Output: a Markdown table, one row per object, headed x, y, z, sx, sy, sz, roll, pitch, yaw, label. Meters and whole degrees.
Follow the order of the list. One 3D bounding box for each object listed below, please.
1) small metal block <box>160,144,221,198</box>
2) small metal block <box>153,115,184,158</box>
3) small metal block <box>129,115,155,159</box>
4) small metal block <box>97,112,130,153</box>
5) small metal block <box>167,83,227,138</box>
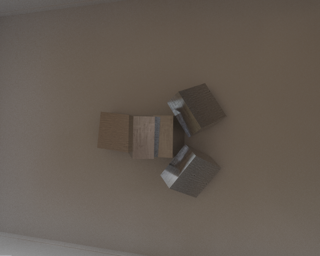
| x | y | z | sx | sy | sz | roll | pitch | yaw | label |
| --- | --- | --- | --- | --- | --- | --- | --- | --- | --- |
| 0.038 | 0.053 | 0.379 | 0.050 | 0.050 | 0.025 | -53 | 40 | 12 | small metal block |
| 0.012 | 0.010 | 0.391 | 0.025 | 0.050 | 0.050 | 1 | 91 | 20 | small metal block |
| -0.024 | 0.010 | 0.384 | 0.025 | 0.050 | 0.050 | 1 | 94 | -12 | small metal block |
| -0.056 | 0.005 | 0.426 | 0.050 | 0.025 | 0.050 | 7 | 92 | 19 | small metal block |
| 0.045 | -0.022 | 0.376 | 0.050 | 0.050 | 0.025 | 59 | 139 | 10 | small metal block |
